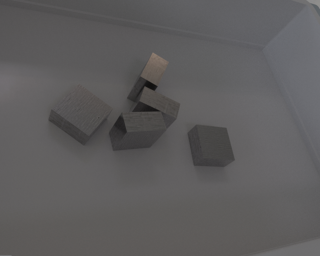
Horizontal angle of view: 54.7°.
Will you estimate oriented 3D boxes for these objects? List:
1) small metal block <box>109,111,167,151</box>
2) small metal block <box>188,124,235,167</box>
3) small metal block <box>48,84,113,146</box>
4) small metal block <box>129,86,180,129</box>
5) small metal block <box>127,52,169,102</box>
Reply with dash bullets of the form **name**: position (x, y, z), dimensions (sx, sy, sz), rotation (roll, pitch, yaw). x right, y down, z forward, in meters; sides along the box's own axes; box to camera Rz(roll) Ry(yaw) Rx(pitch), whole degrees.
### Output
- **small metal block**: position (-0.028, 0.004, 0.372), dimensions (0.050, 0.050, 0.025), rotation (-3, 63, -30)
- **small metal block**: position (0.070, 0.025, 0.428), dimensions (0.050, 0.025, 0.050), rotation (6, 59, -25)
- **small metal block**: position (-0.093, -0.016, 0.365), dimensions (0.050, 0.025, 0.050), rotation (37, 51, -4)
- **small metal block**: position (-0.010, -0.020, 0.396), dimensions (0.050, 0.050, 0.025), rotation (25, 53, -13)
- **small metal block**: position (-0.017, -0.065, 0.420), dimensions (0.025, 0.050, 0.050), rotation (29, 52, -10)
